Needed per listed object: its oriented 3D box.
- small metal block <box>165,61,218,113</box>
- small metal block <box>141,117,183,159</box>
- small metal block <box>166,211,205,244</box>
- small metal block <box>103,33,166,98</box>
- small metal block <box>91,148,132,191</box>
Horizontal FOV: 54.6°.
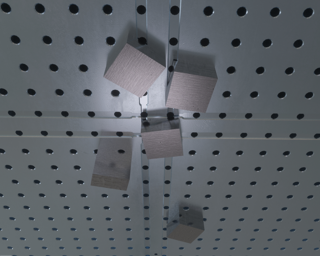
[{"bbox_3d":[0.036,-0.048,0.371,0.050,0.025,0.050,8,130,-7],"label":"small metal block"},{"bbox_3d":[0.004,0.014,0.424,0.050,0.025,0.050,-7,130,5],"label":"small metal block"},{"bbox_3d":[0.046,0.183,0.567,0.050,0.025,0.050,20,127,-17],"label":"small metal block"},{"bbox_3d":[-0.028,-0.070,0.352,0.050,0.025,0.050,28,125,-22],"label":"small metal block"},{"bbox_3d":[-0.069,0.059,0.444,0.050,0.050,0.025,11,129,-9],"label":"small metal block"}]
